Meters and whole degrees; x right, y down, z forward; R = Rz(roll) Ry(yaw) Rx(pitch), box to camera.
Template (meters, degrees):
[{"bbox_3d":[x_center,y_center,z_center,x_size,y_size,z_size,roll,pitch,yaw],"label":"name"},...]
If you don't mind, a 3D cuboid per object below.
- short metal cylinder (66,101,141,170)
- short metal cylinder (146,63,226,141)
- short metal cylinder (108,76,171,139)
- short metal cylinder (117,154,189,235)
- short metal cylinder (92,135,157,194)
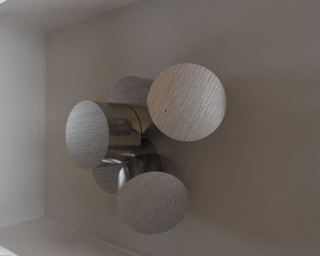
[{"bbox_3d":[-0.070,0.008,0.377,0.080,0.050,0.079,0,90,39],"label":"short metal cylinder"},{"bbox_3d":[0.026,-0.026,0.339,0.081,0.050,0.079,0,89,-5],"label":"short metal cylinder"},{"bbox_3d":[-0.024,-0.025,0.406,0.080,0.050,0.079,0,90,39],"label":"short metal cylinder"},{"bbox_3d":[-0.010,0.077,0.367,0.050,0.081,0.079,-112,39,-71],"label":"short metal cylinder"},{"bbox_3d":[-0.050,0.047,0.428,0.080,0.050,0.079,0,90,39],"label":"short metal cylinder"}]
